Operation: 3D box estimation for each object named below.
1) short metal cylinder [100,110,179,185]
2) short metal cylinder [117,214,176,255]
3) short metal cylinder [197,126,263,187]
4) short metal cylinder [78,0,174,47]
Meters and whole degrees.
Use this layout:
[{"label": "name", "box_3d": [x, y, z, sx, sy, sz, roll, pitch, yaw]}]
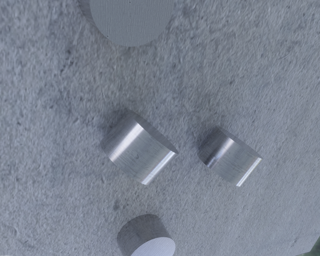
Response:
[{"label": "short metal cylinder", "box_3d": [-0.024, 0.022, 0.373, 0.050, 0.080, 0.080, -49, 129, 6]}, {"label": "short metal cylinder", "box_3d": [-0.023, 0.186, 0.495, 0.081, 0.050, 0.079, -14, 125, -21]}, {"label": "short metal cylinder", "box_3d": [0.102, 0.040, 0.454, 0.080, 0.080, 0.050, 26, 104, -37]}, {"label": "short metal cylinder", "box_3d": [-0.034, -0.124, 0.296, 0.081, 0.050, 0.079, -14, 125, -21]}]
